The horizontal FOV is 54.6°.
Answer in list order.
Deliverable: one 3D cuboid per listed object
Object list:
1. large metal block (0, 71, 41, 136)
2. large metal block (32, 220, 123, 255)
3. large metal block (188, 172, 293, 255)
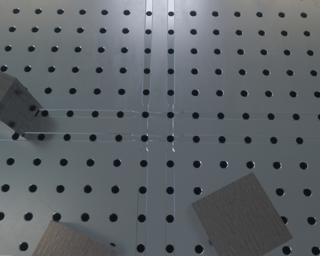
[{"bbox_3d":[-0.214,-0.038,0.396,0.080,0.080,0.050,22,72,8],"label":"large metal block"},{"bbox_3d":[-0.097,0.157,0.341,0.080,0.050,0.080,22,72,8],"label":"large metal block"},{"bbox_3d":[0.088,0.109,0.359,0.080,0.050,0.080,-25,72,-9],"label":"large metal block"}]
